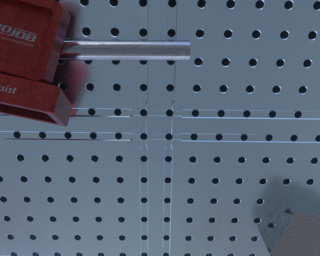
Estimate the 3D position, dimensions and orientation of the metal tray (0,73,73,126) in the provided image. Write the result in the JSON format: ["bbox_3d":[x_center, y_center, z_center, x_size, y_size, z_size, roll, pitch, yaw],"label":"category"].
[{"bbox_3d":[-0.177,-0.036,0.362,0.131,0.090,0.030,12,79,-5],"label":"metal tray"}]

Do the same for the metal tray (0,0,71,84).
[{"bbox_3d":[-0.178,-0.109,0.347,0.131,0.030,0.090,15,90,-1],"label":"metal tray"}]

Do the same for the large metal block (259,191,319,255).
[{"bbox_3d":[0.209,0.151,0.458,0.080,0.050,0.079,20,109,-8],"label":"large metal block"}]

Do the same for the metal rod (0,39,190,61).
[{"bbox_3d":[-0.115,-0.095,0.377,0.302,0.025,0.025,0,110,-1],"label":"metal rod"}]
